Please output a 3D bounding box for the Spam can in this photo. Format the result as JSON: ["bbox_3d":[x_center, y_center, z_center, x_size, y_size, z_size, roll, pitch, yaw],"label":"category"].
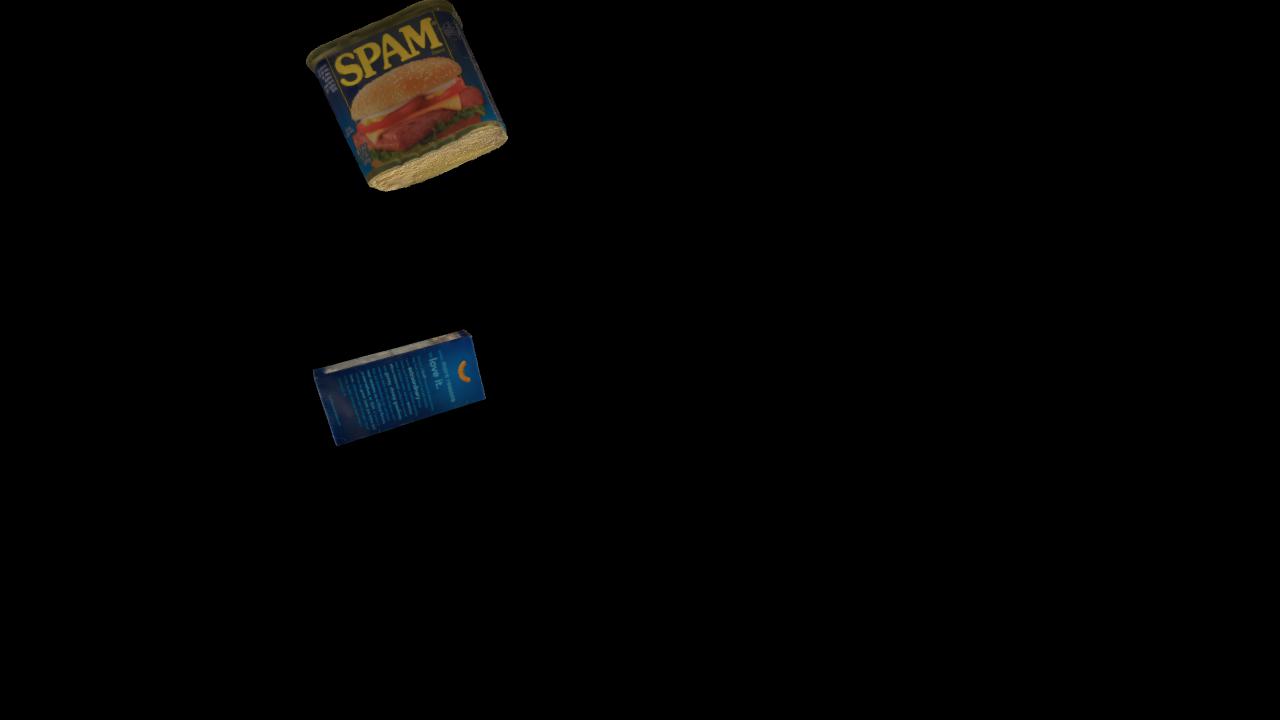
[{"bbox_3d":[-0.151,-0.171,0.409,0.101,0.085,0.058,-23,6,1],"label":"Spam can"}]

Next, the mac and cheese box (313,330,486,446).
[{"bbox_3d":[-0.294,0.031,0.764,0.184,0.093,0.041,-18,24,-25],"label":"mac and cheese box"}]
